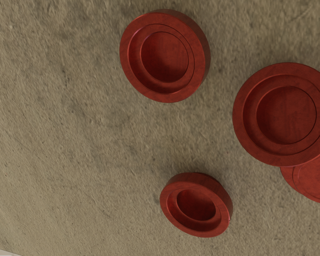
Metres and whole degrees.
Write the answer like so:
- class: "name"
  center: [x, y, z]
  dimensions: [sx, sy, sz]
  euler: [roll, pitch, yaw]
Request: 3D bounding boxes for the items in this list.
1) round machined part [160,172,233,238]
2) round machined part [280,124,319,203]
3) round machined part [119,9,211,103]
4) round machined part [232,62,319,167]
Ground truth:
- class: "round machined part"
  center: [0.053, 0.101, 0.429]
  dimensions: [0.098, 0.042, 0.097]
  euler: [13, 124, 20]
- class: "round machined part"
  center: [0.178, 0.042, 0.328]
  dimensions: [0.098, 0.042, 0.097]
  euler: [13, 124, 20]
- class: "round machined part"
  center: [0.008, -0.080, 0.341]
  dimensions: [0.098, 0.042, 0.097]
  euler: [13, 124, 20]
- class: "round machined part"
  center: [0.125, -0.012, 0.304]
  dimensions: [0.098, 0.042, 0.097]
  euler: [-1, 89, 38]
